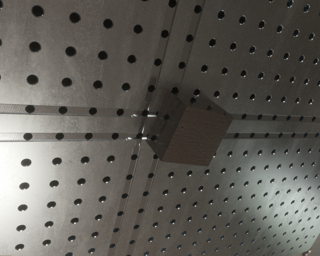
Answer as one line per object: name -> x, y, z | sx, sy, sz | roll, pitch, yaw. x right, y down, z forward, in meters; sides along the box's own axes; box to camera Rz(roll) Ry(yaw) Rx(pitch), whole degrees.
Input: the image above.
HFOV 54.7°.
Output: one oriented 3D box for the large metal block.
large metal block -> 0.039, 0.002, 0.420 | 0.081, 0.050, 0.079 | 11, 113, -33
